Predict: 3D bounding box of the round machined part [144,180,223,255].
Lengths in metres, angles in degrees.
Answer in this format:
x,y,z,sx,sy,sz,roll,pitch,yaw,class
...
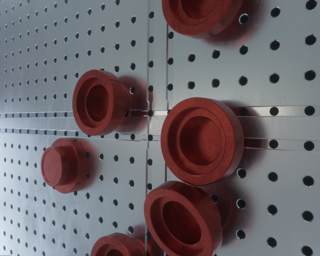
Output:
x,y,z,sx,sy,sz,roll,pitch,yaw,class
0.031,0.106,0.362,0.098,0.042,0.097,19,120,37,round machined part

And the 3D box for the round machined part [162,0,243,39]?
x,y,z,sx,sy,sz,roll,pitch,yaw,class
0.053,-0.151,0.355,0.098,0.042,0.097,0,90,40,round machined part

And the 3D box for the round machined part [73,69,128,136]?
x,y,z,sx,sy,sz,roll,pitch,yaw,class
-0.087,-0.038,0.471,0.098,0.042,0.097,0,90,40,round machined part

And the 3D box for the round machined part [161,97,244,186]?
x,y,z,sx,sy,sz,roll,pitch,yaw,class
0.051,0.015,0.357,0.098,0.042,0.097,0,90,40,round machined part

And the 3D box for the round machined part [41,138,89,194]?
x,y,z,sx,sy,sz,roll,pitch,yaw,class
-0.172,0.066,0.542,0.098,0.042,0.097,0,90,40,round machined part

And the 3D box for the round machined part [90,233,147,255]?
x,y,z,sx,sy,sz,roll,pitch,yaw,class
-0.053,0.199,0.444,0.098,0.042,0.097,0,90,40,round machined part
